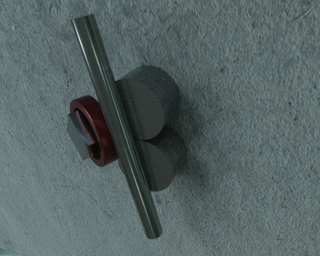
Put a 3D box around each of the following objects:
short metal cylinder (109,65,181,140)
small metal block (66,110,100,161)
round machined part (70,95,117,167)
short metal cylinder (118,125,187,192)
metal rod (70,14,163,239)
[{"bbox_3d":[-0.021,-0.032,0.384,0.080,0.050,0.079,13,124,21],"label":"short metal cylinder"},{"bbox_3d":[-0.101,0.009,0.415,0.050,0.025,0.050,57,151,14],"label":"small metal block"},{"bbox_3d":[-0.081,0.001,0.424,0.098,0.042,0.097,40,143,39],"label":"round machined part"},{"bbox_3d":[-0.010,0.039,0.421,0.080,0.050,0.079,13,123,21],"label":"short metal cylinder"},{"bbox_3d":[-0.044,0.017,0.378,0.025,0.025,0.298,-1,118,29],"label":"metal rod"}]
